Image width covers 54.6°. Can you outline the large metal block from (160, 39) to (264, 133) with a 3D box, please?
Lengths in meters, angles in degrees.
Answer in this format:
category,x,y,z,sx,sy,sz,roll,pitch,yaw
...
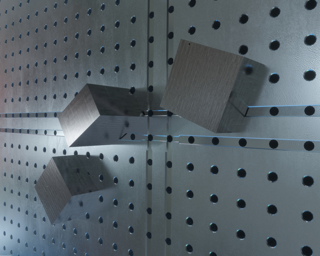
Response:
category,x,y,z,sx,sy,sz,roll,pitch,yaw
large metal block,0.056,-0.047,0.348,0.080,0.050,0.080,28,108,36

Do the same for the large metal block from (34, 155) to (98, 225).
category,x,y,z,sx,sy,sz,roll,pitch,yaw
large metal block,-0.162,0.104,0.528,0.080,0.050,0.080,-52,60,27

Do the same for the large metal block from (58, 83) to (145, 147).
category,x,y,z,sx,sy,sz,roll,pitch,yaw
large metal block,-0.084,-0.016,0.445,0.080,0.081,0.050,-39,66,33
